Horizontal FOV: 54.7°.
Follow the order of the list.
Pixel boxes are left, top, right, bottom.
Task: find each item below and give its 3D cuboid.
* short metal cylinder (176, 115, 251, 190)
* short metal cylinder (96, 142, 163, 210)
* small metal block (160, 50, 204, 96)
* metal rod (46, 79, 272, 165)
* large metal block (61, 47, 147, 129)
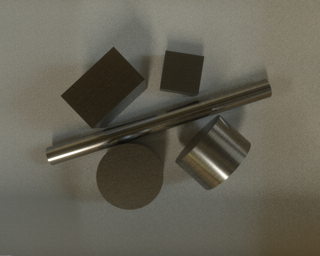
[{"bbox_3d":[0.065,0.030,0.384,0.050,0.080,0.080,43,90,-1],"label":"short metal cylinder"},{"bbox_3d":[-0.036,0.058,0.396,0.081,0.050,0.079,0,90,-1],"label":"short metal cylinder"},{"bbox_3d":[0.028,-0.072,0.410,0.050,0.025,0.050,9,90,-1],"label":"small metal block"},{"bbox_3d":[-0.001,-0.008,0.410,0.302,0.025,0.025,-17,90,-1],"label":"metal rod"},{"bbox_3d":[-0.063,-0.045,0.382,0.080,0.080,0.050,-43,91,0],"label":"large metal block"}]
